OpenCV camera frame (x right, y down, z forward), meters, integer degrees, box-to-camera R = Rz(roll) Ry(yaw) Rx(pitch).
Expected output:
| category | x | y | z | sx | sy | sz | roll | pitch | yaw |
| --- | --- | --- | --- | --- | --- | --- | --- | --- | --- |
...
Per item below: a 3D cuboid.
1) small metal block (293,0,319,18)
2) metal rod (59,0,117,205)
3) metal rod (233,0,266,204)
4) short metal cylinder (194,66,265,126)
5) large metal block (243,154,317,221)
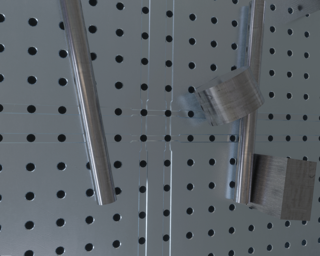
| category | x | y | z | sx | sy | sz | roll | pitch | yaw |
| --- | --- | --- | --- | --- | --- | --- | --- | --- | --- |
| small metal block | 0.239 | -0.209 | 0.488 | 0.025 | 0.050 | 0.050 | -21 | 97 | -19 |
| metal rod | -0.091 | -0.054 | 0.378 | 0.025 | 0.025 | 0.298 | -11 | 94 | -20 |
| metal rod | 0.134 | -0.040 | 0.462 | 0.025 | 0.025 | 0.298 | 6 | 88 | -20 |
| short metal cylinder | 0.092 | -0.043 | 0.418 | 0.080 | 0.080 | 0.050 | -30 | 100 | -18 |
| large metal block | 0.170 | 0.082 | 0.447 | 0.050 | 0.080 | 0.080 | 9 | 87 | -20 |
